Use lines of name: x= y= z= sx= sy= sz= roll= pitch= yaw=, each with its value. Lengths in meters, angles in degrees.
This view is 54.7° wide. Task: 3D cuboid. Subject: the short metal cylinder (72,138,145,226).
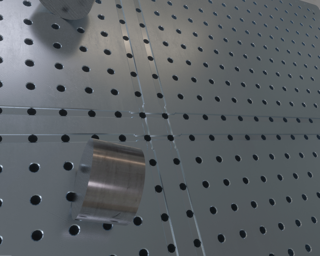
short metal cylinder: x=-0.053 y=0.054 z=0.311 sx=0.050 sy=0.080 sz=0.080 roll=14 pitch=56 yaw=-21

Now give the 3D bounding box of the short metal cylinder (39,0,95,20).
short metal cylinder: x=-0.125 y=-0.199 z=0.427 sx=0.080 sy=0.080 sz=0.050 roll=23 pitch=53 yaw=-15
